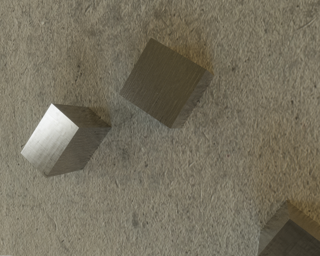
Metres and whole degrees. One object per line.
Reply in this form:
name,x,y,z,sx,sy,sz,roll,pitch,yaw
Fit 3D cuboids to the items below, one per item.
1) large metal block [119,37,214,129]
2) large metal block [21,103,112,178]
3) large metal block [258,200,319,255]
large metal block,0.009,-0.054,0.392,0.080,0.050,0.080,34,101,16
large metal block,-0.125,0.016,0.424,0.050,0.080,0.080,39,103,16
large metal block,0.154,0.129,0.325,0.080,0.080,0.050,38,102,16
